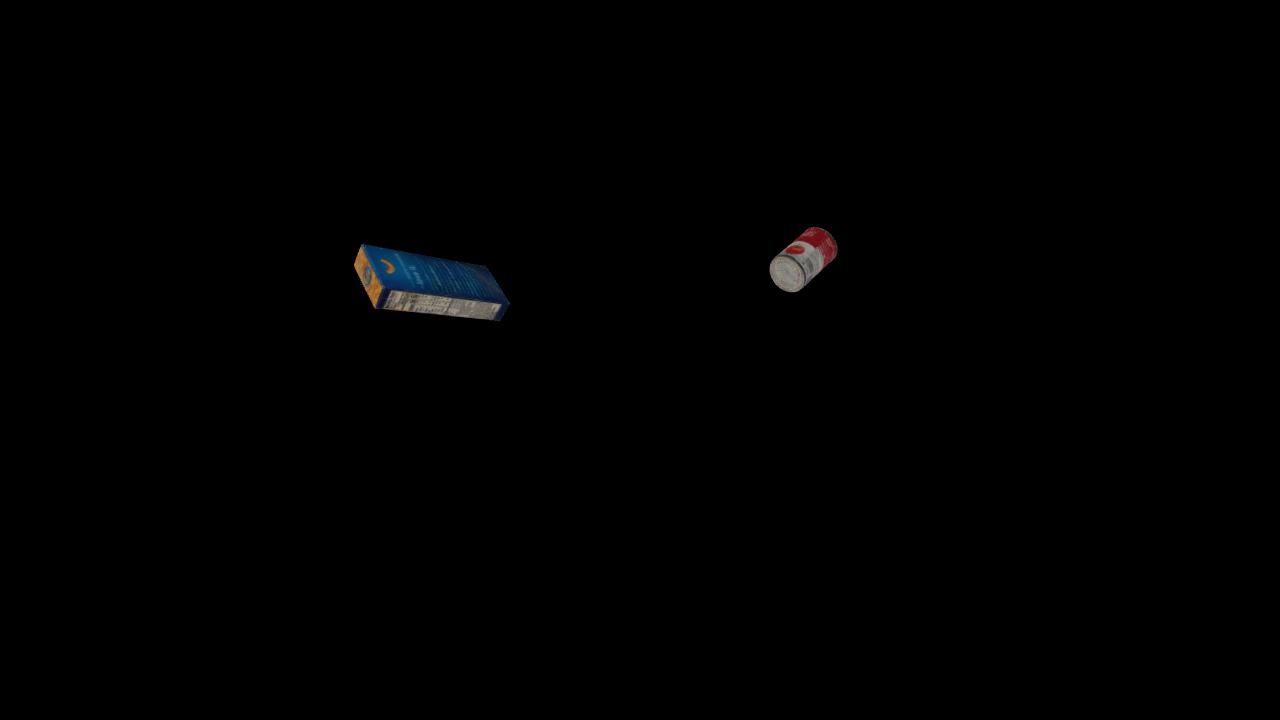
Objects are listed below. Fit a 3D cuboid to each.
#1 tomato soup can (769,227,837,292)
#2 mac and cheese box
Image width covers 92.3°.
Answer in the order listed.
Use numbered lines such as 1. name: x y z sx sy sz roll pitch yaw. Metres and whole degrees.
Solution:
1. tomato soup can: 0.263 -0.161 0.993 0.101 0.068 0.068 -41 23 -30
2. mac and cheese box: -0.276 -0.101 0.829 0.184 0.041 0.093 4 41 -47
